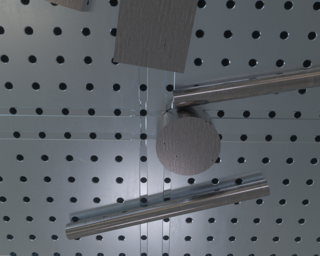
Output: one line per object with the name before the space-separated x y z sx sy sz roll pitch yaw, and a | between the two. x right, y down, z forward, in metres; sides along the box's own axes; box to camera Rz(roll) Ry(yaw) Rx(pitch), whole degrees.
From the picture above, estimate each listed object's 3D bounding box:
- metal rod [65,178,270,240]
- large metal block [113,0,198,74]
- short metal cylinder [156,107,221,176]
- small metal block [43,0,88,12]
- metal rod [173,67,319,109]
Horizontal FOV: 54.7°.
metal rod | 0.008 0.121 0.457 0.301 0.025 0.025 -14 110 5
large metal block | -0.006 -0.113 0.358 0.081 0.050 0.079 9 110 -4
short metal cylinder | 0.035 0.015 0.406 0.081 0.050 0.079 0 110 0
small metal block | -0.106 -0.165 0.352 0.050 0.025 0.050 15 109 -6
metal rod | 0.167 -0.060 0.393 0.302 0.025 0.025 -9 110 3
